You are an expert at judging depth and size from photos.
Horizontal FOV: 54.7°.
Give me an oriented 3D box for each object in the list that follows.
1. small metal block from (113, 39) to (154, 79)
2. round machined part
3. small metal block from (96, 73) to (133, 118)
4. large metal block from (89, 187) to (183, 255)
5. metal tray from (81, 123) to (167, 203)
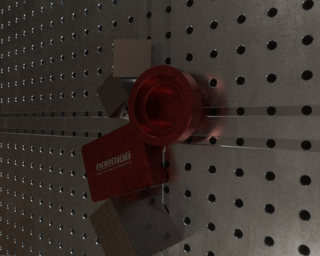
[{"bbox_3d":[-0.035,-0.093,0.422,0.050,0.025,0.050,2,91,7],"label":"small metal block"},{"bbox_3d":[0.010,-0.026,0.386,0.098,0.042,0.097,-1,88,37],"label":"round machined part"},{"bbox_3d":[-0.062,-0.050,0.458,0.050,0.025,0.050,-41,65,32],"label":"small metal block"},{"bbox_3d":[-0.030,0.129,0.397,0.050,0.081,0.080,-45,63,30],"label":"large metal block"},{"bbox_3d":[-0.057,0.051,0.451,0.130,0.030,0.090,-24,75,37],"label":"metal tray"}]
